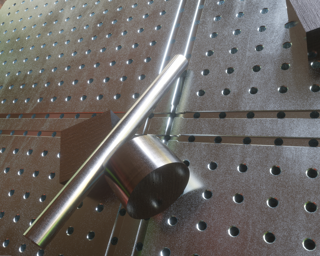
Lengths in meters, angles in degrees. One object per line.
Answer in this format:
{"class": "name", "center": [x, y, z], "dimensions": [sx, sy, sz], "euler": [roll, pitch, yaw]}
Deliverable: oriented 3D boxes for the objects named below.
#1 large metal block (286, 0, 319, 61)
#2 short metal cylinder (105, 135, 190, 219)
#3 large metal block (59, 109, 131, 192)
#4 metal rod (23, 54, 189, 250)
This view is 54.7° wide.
{"class": "large metal block", "center": [0.204, -0.138, 0.370], "dimensions": [0.080, 0.050, 0.080], "euler": [-18, 55, 18]}
{"class": "short metal cylinder", "center": [-0.014, 0.055, 0.347], "dimensions": [0.080, 0.080, 0.050], "euler": [-44, 51, -2]}
{"class": "large metal block", "center": [-0.085, 0.034, 0.416], "dimensions": [0.080, 0.050, 0.080], "euler": [-22, 53, 15]}
{"class": "metal rod", "center": [-0.045, 0.006, 0.373], "dimensions": [0.025, 0.025, 0.301], "euler": [12, 50, 33]}
